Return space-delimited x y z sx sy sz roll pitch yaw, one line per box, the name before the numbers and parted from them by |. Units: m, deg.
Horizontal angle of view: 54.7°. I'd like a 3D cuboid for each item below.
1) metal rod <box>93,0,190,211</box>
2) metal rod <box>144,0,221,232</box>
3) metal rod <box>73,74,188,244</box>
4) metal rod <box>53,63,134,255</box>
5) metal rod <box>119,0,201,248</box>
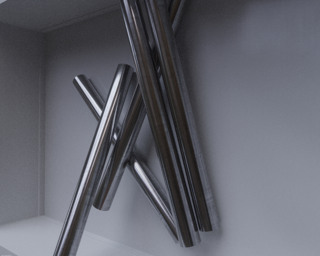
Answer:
metal rod | -0.027 -0.030 0.404 0.025 0.025 0.298 28 100 36
metal rod | 0.023 -0.030 0.363 0.025 0.025 0.298 -15 88 39
metal rod | -0.051 0.028 0.446 0.025 0.025 0.300 -52 60 27
metal rod | -0.085 0.050 0.395 0.025 0.025 0.299 -3 63 39
metal rod | -0.001 -0.011 0.368 0.025 0.025 0.298 -17 85 38
